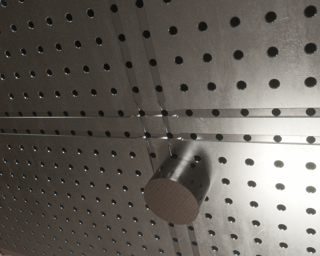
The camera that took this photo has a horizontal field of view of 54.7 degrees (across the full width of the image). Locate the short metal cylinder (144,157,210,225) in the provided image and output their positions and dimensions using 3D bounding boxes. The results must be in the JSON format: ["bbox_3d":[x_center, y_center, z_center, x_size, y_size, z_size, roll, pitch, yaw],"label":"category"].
[{"bbox_3d":[0.024,0.088,0.436,0.080,0.050,0.079,13,124,20],"label":"short metal cylinder"}]
